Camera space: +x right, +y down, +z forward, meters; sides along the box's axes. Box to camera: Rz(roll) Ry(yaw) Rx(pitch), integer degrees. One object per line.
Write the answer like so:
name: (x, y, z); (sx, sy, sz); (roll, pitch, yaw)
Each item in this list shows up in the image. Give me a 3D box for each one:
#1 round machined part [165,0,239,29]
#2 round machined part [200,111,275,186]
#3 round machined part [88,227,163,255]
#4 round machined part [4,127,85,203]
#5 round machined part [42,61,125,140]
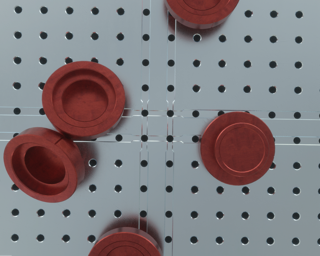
round machined part: (0.053, -0.178, 0.405); (0.099, 0.042, 0.097); (0, 90, 0)
round machined part: (0.102, 0.027, 0.406); (0.099, 0.042, 0.097); (0, 90, 0)
round machined part: (-0.044, 0.178, 0.405); (0.099, 0.042, 0.097); (0, 90, 0)
round machined part: (-0.140, 0.042, 0.391); (0.098, 0.042, 0.097); (6, 117, 12)
round machined part: (-0.095, -0.032, 0.395); (0.099, 0.042, 0.098); (3, 74, -10)
